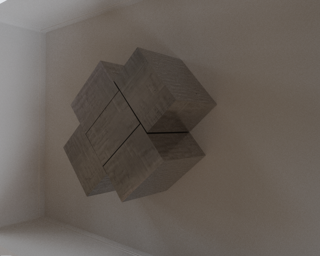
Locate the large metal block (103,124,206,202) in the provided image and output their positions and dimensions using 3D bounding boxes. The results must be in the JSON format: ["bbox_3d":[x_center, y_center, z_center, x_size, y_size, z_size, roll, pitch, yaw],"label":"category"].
[{"bbox_3d":[-0.006,0.040,0.374,0.080,0.081,0.050,-47,62,29],"label":"large metal block"}]

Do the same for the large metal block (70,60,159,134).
[{"bbox_3d":[-0.058,-0.037,0.415,0.080,0.081,0.050,-47,62,29],"label":"large metal block"}]

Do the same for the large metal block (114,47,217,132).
[{"bbox_3d":[0.007,-0.042,0.363,0.050,0.081,0.080,-48,62,29],"label":"large metal block"}]

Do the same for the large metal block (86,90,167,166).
[{"bbox_3d":[-0.032,0.001,0.395,0.080,0.081,0.050,-47,62,29],"label":"large metal block"}]

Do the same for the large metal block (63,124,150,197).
[{"bbox_3d":[-0.072,0.041,0.427,0.050,0.081,0.080,-48,62,29],"label":"large metal block"}]
